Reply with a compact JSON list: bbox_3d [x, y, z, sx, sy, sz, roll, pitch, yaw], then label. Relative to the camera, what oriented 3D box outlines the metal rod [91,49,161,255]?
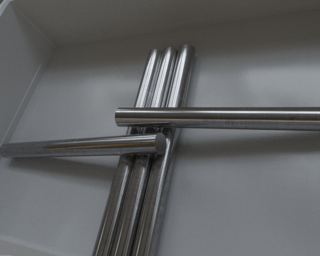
[{"bbox_3d":[-0.035,0.019,0.410,0.025,0.025,0.300,-1,61,27],"label":"metal rod"}]

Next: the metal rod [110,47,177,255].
[{"bbox_3d":[-0.014,0.018,0.399,0.025,0.025,0.300,-1,61,27],"label":"metal rod"}]

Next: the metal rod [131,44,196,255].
[{"bbox_3d":[0.009,0.018,0.387,0.025,0.025,0.300,-1,61,27],"label":"metal rod"}]

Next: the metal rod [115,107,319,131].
[{"bbox_3d":[0.089,-0.011,0.341,0.301,0.025,0.025,1,62,21],"label":"metal rod"}]

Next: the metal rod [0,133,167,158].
[{"bbox_3d":[-0.126,0.028,0.430,0.300,0.025,0.025,-4,60,32],"label":"metal rod"}]
